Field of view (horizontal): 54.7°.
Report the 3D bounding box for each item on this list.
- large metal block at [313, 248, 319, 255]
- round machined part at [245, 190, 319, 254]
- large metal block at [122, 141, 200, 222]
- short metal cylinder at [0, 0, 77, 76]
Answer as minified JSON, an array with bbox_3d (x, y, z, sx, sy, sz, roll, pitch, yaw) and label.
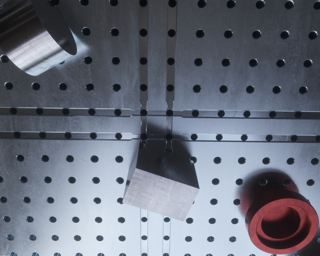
[{"bbox_3d":[0.281,0.242,0.491,0.080,0.050,0.080,28,108,-10],"label":"large metal block"},{"bbox_3d":[0.174,0.132,0.454,0.099,0.042,0.097,0,110,0],"label":"round machined part"},{"bbox_3d":[0.001,0.067,0.409,0.080,0.080,0.050,19,109,-7],"label":"large metal block"},{"bbox_3d":[-0.138,-0.105,0.344,0.050,0.080,0.080,-26,108,9],"label":"short metal cylinder"}]
